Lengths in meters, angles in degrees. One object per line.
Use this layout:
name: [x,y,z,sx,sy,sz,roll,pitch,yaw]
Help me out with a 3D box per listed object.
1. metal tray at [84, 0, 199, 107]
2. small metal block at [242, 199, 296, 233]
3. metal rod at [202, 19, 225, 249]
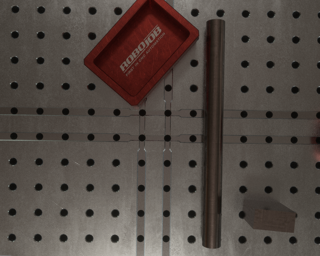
metal tray: [-0.024,-0.103,0.410,0.090,0.030,0.130,41,90,-1]
small metal block: [0.140,0.113,0.403,0.050,0.050,0.025,6,90,-1]
metal rod: [0.072,0.008,0.414,0.025,0.025,0.298,1,90,-1]
